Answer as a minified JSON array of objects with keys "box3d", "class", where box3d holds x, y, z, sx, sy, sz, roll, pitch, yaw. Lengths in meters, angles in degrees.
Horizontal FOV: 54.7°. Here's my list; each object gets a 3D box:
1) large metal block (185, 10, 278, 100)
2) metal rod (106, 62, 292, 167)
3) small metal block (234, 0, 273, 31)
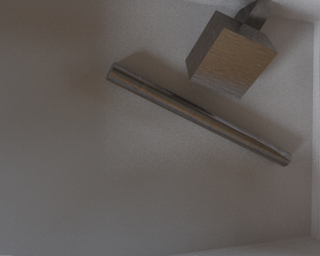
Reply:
[{"box3d":[0.091,-0.094,0.410,0.081,0.079,0.050,17,40,-20],"class":"large metal block"},{"box3d":[0.067,-0.011,0.436,0.302,0.025,0.025,25,82,-19],"class":"metal rod"},{"box3d":[0.125,-0.151,0.445,0.025,0.050,0.050,37,78,-17],"class":"small metal block"}]
